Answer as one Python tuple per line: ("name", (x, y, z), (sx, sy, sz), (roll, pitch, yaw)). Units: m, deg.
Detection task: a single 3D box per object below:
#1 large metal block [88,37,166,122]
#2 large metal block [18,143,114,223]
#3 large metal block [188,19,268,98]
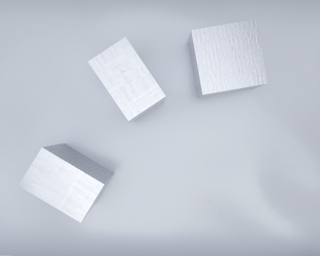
("large metal block", (-0.037, -0.055, 0.383), (0.050, 0.080, 0.080), (-34, 90, 0))
("large metal block", (-0.109, 0.063, 0.383), (0.080, 0.080, 0.050), (31, 90, -1))
("large metal block", (0.084, -0.086, 0.400), (0.080, 0.050, 0.080), (-10, 90, -1))
